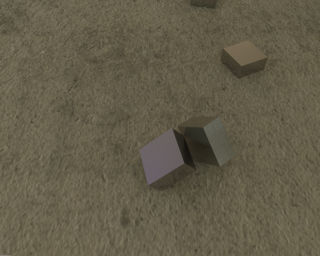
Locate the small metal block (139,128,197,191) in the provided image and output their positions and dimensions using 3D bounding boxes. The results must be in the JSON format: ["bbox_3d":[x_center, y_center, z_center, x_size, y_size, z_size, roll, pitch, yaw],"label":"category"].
[{"bbox_3d":[0.008,0.036,0.356,0.050,0.025,0.050,-34,49,20],"label":"small metal block"}]

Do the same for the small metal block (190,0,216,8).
[{"bbox_3d":[0.092,-0.272,0.633,0.050,0.025,0.050,10,51,7],"label":"small metal block"}]

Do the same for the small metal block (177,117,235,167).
[{"bbox_3d":[0.053,0.014,0.362,0.025,0.050,0.050,-33,17,-25],"label":"small metal block"}]

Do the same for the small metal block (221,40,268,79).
[{"bbox_3d":[0.134,-0.111,0.498,0.050,0.025,0.050,-20,53,-17],"label":"small metal block"}]
